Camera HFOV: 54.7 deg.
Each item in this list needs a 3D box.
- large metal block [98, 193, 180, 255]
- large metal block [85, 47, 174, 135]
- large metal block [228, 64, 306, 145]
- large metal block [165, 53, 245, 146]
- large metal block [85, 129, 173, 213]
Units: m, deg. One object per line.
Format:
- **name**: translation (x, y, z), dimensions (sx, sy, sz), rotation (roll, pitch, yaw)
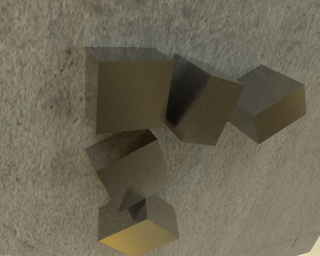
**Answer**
- **large metal block**: translation (-0.030, 0.137, 0.444), dimensions (0.080, 0.050, 0.080), rotation (-29, 132, 18)
- **large metal block**: translation (-0.037, -0.044, 0.345), dimensions (0.081, 0.050, 0.079), rotation (-6, 121, -26)
- **large metal block**: translation (0.139, -0.035, 0.428), dimensions (0.080, 0.080, 0.050), rotation (-31, 129, -9)
- **large metal block**: translation (0.042, -0.035, 0.374), dimensions (0.050, 0.080, 0.079), rotation (9, 114, -33)
- **large metal block**: translation (-0.038, 0.049, 0.402), dimensions (0.080, 0.050, 0.080), rotation (-28, 128, -11)
